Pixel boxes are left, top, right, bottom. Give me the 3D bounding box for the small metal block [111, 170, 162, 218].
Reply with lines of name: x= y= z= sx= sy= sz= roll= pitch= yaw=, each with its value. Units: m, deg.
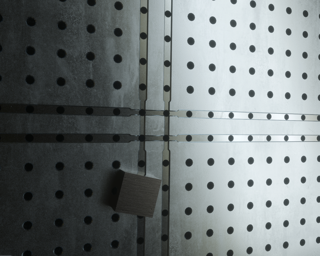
small metal block: x=-0.031 y=0.085 z=0.402 sx=0.050 sy=0.025 sz=0.050 roll=16 pitch=85 yaw=-20
